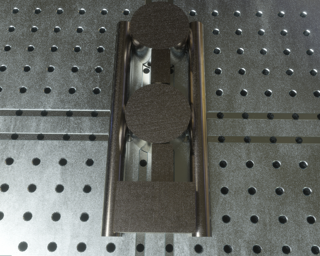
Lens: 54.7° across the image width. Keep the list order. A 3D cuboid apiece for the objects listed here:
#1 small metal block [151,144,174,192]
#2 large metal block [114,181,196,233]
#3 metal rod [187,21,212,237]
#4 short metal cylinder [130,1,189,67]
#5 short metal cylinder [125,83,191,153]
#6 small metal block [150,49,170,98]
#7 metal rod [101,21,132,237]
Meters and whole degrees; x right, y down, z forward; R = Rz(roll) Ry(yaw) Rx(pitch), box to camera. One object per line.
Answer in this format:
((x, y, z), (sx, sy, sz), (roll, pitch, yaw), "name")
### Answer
((0.003, 0.050, 0.379), (0.025, 0.050, 0.050), (0, 70, 0), "small metal block")
((-0.005, 0.092, 0.349), (0.080, 0.080, 0.050), (1, 70, 0), "large metal block")
((0.051, -0.012, 0.415), (0.025, 0.025, 0.299), (1, 70, 0), "metal rod")
((0.000, -0.133, 0.446), (0.081, 0.050, 0.080), (0, 70, 0), "short metal cylinder")
((-0.003, -0.011, 0.402), (0.081, 0.050, 0.080), (0, 70, 0), "short metal cylinder")
((0.001, -0.072, 0.423), (0.025, 0.050, 0.050), (1, 70, 0), "small metal block")
((-0.055, -0.013, 0.415), (0.025, 0.025, 0.299), (1, 70, 0), "metal rod")
